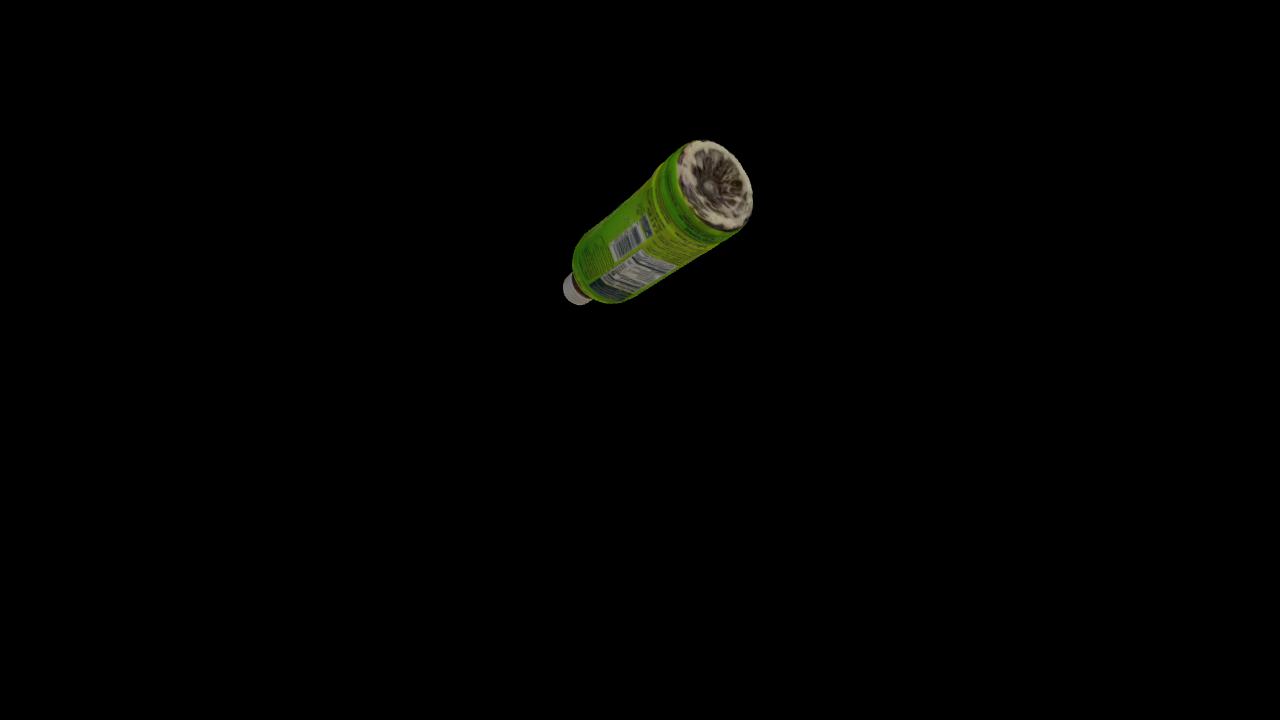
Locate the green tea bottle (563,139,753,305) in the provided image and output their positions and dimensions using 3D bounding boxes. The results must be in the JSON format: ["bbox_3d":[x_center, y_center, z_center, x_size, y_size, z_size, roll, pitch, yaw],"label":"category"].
[{"bbox_3d":[-0.004,-0.091,0.491,0.073,0.073,0.212,0,-14,-35],"label":"green tea bottle"}]
